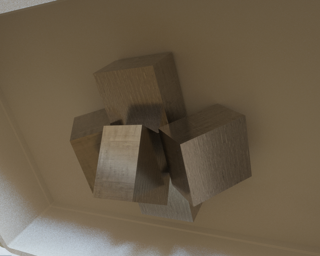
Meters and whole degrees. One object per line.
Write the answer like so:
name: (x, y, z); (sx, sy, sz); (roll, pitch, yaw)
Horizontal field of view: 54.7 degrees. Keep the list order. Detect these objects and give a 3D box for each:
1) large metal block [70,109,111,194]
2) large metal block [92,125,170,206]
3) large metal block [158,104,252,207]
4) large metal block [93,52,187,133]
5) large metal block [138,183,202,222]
large metal block: (-0.080, 0.028, 0.421); (0.050, 0.080, 0.080); (-18, 115, -4)
large metal block: (-0.027, 0.046, 0.363); (0.050, 0.080, 0.080); (-1, 74, 27)
large metal block: (0.052, 0.028, 0.352); (0.050, 0.081, 0.080); (36, 144, 58)
large metal block: (-0.022, -0.041, 0.374); (0.080, 0.050, 0.080); (-1, 118, 29)
large metal block: (0.011, 0.079, 0.434); (0.080, 0.050, 0.080); (1, 119, 28)
